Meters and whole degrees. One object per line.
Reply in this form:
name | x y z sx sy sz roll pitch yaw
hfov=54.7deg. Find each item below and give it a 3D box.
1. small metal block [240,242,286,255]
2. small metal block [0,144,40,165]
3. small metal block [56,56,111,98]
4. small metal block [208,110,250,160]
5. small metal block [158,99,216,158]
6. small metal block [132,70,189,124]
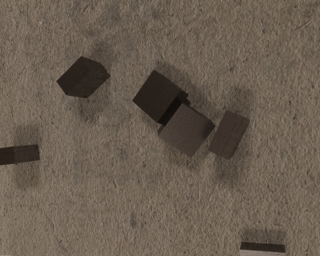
small metal block | 0.123 0.166 0.366 0.050 0.025 0.050 -3 89 19
small metal block | -0.223 0.041 0.472 0.050 0.050 0.025 -8 88 19
small metal block | -0.105 -0.069 0.432 0.050 0.050 0.025 -40 78 15
small metal block | 0.083 0.008 0.366 0.025 0.050 0.050 26 99 18
small metal block | 0.032 0.001 0.387 0.050 0.025 0.050 34 102 -10
small metal block | 0.000 -0.039 0.403 0.050 0.025 0.050 42 103 27
